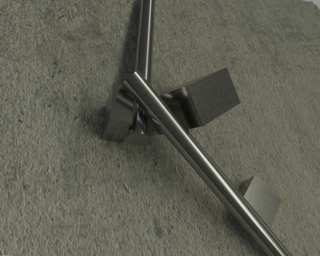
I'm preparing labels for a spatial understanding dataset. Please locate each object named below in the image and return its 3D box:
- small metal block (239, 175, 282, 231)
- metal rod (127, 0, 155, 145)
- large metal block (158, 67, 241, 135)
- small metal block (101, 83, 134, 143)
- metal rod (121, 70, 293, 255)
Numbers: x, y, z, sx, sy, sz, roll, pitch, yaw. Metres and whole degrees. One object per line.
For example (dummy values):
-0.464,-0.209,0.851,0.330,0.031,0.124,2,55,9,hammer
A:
0.129,0.101,0.414,0.050,0.025,0.050,43,51,1,small metal block
-0.023,-0.108,0.445,0.025,0.025,0.300,16,51,-19,metal rod
0.043,-0.034,0.406,0.081,0.080,0.050,-29,100,-38,large metal block
-0.051,-0.017,0.371,0.025,0.050,0.050,10,57,-17,small metal block
0.062,0.056,0.370,0.300,0.025,0.025,50,50,-7,metal rod
